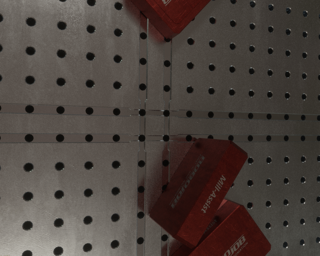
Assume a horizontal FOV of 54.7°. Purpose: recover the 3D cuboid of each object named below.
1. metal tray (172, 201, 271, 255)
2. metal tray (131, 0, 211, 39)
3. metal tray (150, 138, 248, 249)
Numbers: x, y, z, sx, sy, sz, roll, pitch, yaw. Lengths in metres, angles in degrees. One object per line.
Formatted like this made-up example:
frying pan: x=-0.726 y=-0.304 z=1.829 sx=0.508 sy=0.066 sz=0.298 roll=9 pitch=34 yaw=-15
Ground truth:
metal tray: x=0.088 y=0.181 z=0.444 sx=0.131 sy=0.030 sz=0.090 roll=-39 pitch=103 yaw=-16
metal tray: x=0.028 y=-0.198 z=0.420 sx=0.090 sy=0.030 sz=0.130 roll=45 pitch=76 yaw=-15
metal tray: x=0.046 y=0.075 z=0.396 sx=0.030 sy=0.090 sz=0.130 roll=37 pitch=78 yaw=-17
